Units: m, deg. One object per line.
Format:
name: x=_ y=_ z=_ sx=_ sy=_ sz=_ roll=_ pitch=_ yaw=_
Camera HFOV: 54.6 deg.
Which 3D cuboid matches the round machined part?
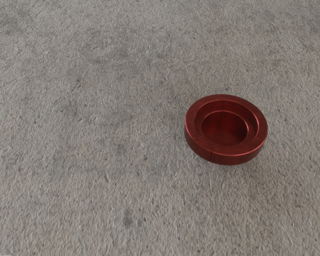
round machined part: x=0.079 y=0.006 z=0.387 sx=0.099 sy=0.042 sz=0.098 roll=0 pitch=50 yaw=0
